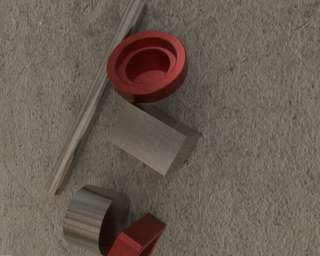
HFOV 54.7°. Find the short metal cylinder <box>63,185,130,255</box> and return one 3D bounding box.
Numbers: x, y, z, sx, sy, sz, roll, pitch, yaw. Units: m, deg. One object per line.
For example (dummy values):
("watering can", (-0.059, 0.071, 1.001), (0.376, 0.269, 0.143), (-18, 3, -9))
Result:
("short metal cylinder", (-0.081, 0.119, 0.407), (0.050, 0.080, 0.079), (10, 94, 19))

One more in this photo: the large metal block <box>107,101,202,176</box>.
("large metal block", (-0.003, 0.010, 0.380), (0.080, 0.080, 0.050), (31, 100, 17))

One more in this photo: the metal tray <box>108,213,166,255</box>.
("metal tray", (-0.047, 0.179, 0.389), (0.030, 0.090, 0.129), (30, 100, 17))

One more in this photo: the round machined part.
("round machined part", (-0.013, -0.072, 0.390), (0.098, 0.042, 0.098), (-5, 61, 10))

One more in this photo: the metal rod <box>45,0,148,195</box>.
("metal rod", (-0.094, -0.038, 0.440), (0.025, 0.025, 0.298), (29, 99, 17))
